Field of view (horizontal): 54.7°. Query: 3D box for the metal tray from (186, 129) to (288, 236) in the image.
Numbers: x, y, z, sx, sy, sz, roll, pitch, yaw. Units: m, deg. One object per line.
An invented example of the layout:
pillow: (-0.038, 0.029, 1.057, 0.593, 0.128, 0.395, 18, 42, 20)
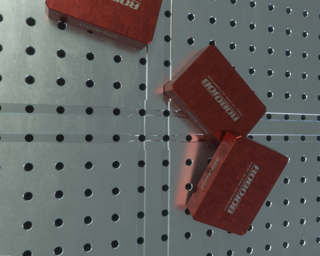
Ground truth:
metal tray: (0.107, 0.078, 0.431, 0.090, 0.030, 0.129, 24, 99, -19)

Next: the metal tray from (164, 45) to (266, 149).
metal tray: (0.081, -0.040, 0.441, 0.130, 0.030, 0.090, 46, 75, -15)

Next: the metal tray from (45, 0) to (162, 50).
metal tray: (-0.065, -0.163, 0.386, 0.131, 0.030, 0.090, 15, 85, -20)
